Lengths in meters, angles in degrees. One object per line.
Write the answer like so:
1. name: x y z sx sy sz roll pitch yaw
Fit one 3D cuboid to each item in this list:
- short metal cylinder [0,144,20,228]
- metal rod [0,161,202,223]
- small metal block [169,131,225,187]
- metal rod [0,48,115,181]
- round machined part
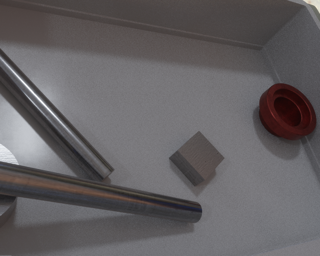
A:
1. short metal cylinder: -0.166 0.053 0.268 0.081 0.050 0.080 14 56 -21
2. metal rod: -0.075 0.058 0.282 0.302 0.025 0.025 20 53 -35
3. small metal block: 0.049 0.040 0.410 0.050 0.025 0.050 48 51 5
4. metal rod: -0.163 -0.053 0.350 0.300 0.025 0.025 46 51 3
5. round machined part: 0.208 -0.023 0.520 0.099 0.042 0.098 11 60 -19
